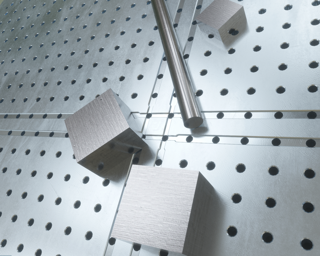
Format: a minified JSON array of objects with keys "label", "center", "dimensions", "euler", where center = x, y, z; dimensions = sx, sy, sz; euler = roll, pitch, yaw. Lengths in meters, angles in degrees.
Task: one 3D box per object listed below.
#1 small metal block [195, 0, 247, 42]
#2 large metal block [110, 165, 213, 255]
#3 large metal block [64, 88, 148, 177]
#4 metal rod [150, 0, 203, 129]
[{"label":"small metal block","center":[0.090,-0.162,0.460],"dimensions":[0.050,0.025,0.050],"euler":[-44,51,-3]},{"label":"large metal block","center":[0.005,0.089,0.334],"dimensions":[0.080,0.050,0.080],"euler":[2,62,28]},{"label":"large metal block","center":[-0.076,0.006,0.427],"dimensions":[0.080,0.050,0.080],"euler":[-34,52,5]},{"label":"metal rod","center":[0.017,-0.126,0.475],"dimensions":[0.025,0.025,0.299],"euler":[-22,53,14]}]
